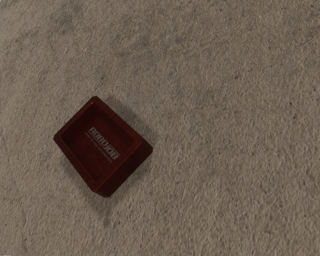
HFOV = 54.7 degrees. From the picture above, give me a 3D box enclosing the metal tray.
[{"bbox_3d":[-0.083,0.021,0.429,0.090,0.030,0.130,-46,52,-5],"label":"metal tray"}]
